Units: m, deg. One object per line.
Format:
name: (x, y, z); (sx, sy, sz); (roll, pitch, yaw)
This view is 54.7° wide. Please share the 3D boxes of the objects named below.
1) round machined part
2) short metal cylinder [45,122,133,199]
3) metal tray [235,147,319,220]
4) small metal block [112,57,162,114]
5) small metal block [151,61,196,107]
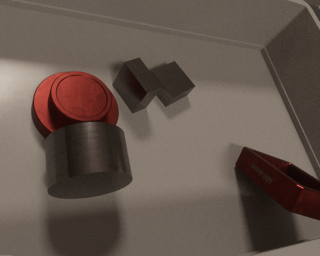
round machined part: (-0.095, -0.027, 0.361); (0.099, 0.042, 0.098); (14, 56, -21)
short metal cylinder: (-0.072, 0.035, 0.311); (0.081, 0.080, 0.050); (1, 62, -28)
metal tray: (0.167, 0.070, 0.399); (0.091, 0.030, 0.130); (19, 11, -18)
small metal block: (-0.032, -0.055, 0.408); (0.025, 0.050, 0.050); (-28, 77, -37)
small metal block: (0.015, -0.065, 0.455); (0.050, 0.025, 0.050); (-31, 79, -38)
